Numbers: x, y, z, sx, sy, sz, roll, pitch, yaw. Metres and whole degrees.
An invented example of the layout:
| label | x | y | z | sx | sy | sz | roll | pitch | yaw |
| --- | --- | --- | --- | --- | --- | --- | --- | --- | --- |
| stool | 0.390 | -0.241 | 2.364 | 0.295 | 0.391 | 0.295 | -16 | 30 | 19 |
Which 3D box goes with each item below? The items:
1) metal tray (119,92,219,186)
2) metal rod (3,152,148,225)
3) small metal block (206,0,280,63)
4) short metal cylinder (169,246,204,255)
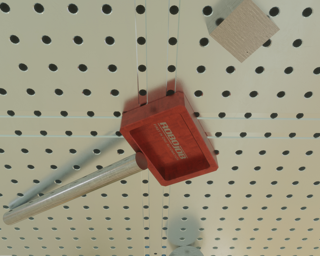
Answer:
| label | x | y | z | sx | sy | sz | roll | pitch | yaw |
| --- | --- | --- | --- | --- | --- | --- | --- | --- | --- |
| metal tray | 0.016 | 0.021 | 0.426 | 0.090 | 0.030 | 0.130 | -21 | 128 | 16 |
| metal rod | -0.144 | 0.101 | 0.475 | 0.300 | 0.025 | 0.025 | -26 | 126 | 27 |
| small metal block | 0.086 | -0.105 | 0.323 | 0.050 | 0.025 | 0.050 | 33 | 123 | -25 |
| short metal cylinder | 0.056 | 0.285 | 0.619 | 0.080 | 0.080 | 0.050 | -11 | 129 | 9 |
